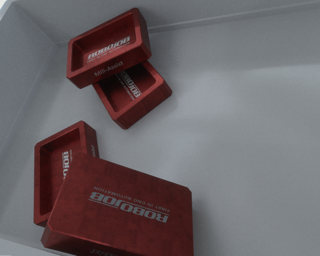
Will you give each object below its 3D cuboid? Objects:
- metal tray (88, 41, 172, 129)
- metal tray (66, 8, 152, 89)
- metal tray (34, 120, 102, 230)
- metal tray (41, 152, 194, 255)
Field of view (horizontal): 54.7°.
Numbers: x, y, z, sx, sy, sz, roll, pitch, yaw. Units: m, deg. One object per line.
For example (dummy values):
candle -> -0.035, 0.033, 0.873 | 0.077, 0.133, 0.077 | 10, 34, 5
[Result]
metal tray -> -0.051, -0.070, 0.472 | 0.090, 0.030, 0.130 | -38, 51, 3
metal tray -> -0.082, -0.124, 0.482 | 0.130, 0.030, 0.090 | -20, 54, 16
metal tray -> -0.129, 0.062, 0.432 | 0.090, 0.030, 0.130 | -26, 53, 12
metal tray -> -0.033, 0.082, 0.298 | 0.090, 0.131, 0.030 | -86, 20, -51
